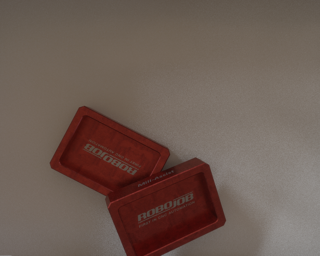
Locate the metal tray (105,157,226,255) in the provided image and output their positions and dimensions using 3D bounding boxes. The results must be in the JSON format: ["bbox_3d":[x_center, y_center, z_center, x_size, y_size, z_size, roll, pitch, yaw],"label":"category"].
[{"bbox_3d":[0.009,0.103,0.386,0.131,0.030,0.089,-21,103,-12],"label":"metal tray"}]

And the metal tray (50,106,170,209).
[{"bbox_3d":[-0.064,0.039,0.408,0.130,0.030,0.090,27,90,-1],"label":"metal tray"}]
